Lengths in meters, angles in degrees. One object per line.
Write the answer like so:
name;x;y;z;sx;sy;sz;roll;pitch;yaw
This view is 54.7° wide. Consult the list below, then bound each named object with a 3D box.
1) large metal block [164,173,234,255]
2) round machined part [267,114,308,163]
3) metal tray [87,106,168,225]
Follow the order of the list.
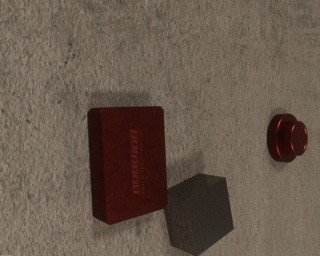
large metal block;0.054;0.118;0.437;0.081;0.050;0.079;-18;102;-39
round machined part;0.257;0.020;0.613;0.099;0.042;0.097;0;90;-40
metal tray;-0.036;0.040;0.373;0.091;0.030;0.129;-5;93;-40
